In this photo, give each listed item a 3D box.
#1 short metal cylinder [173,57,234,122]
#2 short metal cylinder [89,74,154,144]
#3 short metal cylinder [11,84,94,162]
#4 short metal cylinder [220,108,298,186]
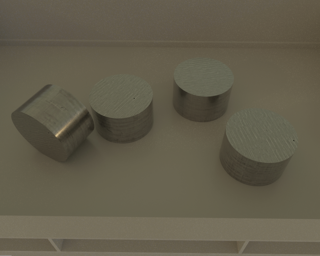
[{"bbox_3d":[0.059,-0.054,0.435,0.080,0.050,0.080,0,50,0],"label":"short metal cylinder"},{"bbox_3d":[-0.049,-0.026,0.410,0.080,0.050,0.080,0,50,0],"label":"short metal cylinder"},{"bbox_3d":[-0.127,-0.005,0.373,0.080,0.080,0.050,24,54,18],"label":"short metal cylinder"},{"bbox_3d":[0.115,0.022,0.371,0.080,0.050,0.080,0,50,0],"label":"short metal cylinder"}]
